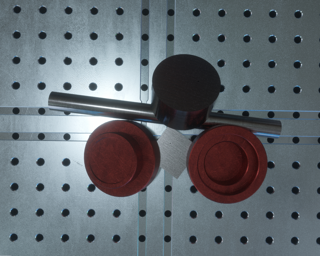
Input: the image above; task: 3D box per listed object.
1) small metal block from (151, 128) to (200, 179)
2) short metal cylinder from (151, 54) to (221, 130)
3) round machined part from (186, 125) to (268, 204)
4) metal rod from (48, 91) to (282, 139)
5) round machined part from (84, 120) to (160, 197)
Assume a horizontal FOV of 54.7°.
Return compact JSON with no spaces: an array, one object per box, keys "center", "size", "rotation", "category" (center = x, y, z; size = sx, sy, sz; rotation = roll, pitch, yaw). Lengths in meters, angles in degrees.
[{"center":[0.017,0.031,0.410],"size":[0.050,0.025,0.050],"rotation":[36,90,0],"category":"small metal block"},{"center":[0.030,-0.044,0.383],"size":[0.081,0.050,0.080],"rotation":[2,65,-3],"category":"short metal cylinder"},{"center":[0.083,0.044,0.400],"size":[0.099,0.042,0.097],"rotation":[0,92,-3],"category":"round machined part"},{"center":[0.007,-0.017,0.410],"size":[0.302,0.025,0.025],"rotation":[7,90,0],"category":"metal rod"},{"center":[-0.053,0.038,0.388],"size":[0.098,0.042,0.097],"rotation":[0,91,18],"category":"round machined part"}]
